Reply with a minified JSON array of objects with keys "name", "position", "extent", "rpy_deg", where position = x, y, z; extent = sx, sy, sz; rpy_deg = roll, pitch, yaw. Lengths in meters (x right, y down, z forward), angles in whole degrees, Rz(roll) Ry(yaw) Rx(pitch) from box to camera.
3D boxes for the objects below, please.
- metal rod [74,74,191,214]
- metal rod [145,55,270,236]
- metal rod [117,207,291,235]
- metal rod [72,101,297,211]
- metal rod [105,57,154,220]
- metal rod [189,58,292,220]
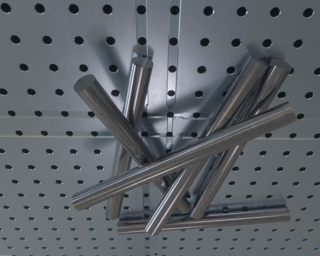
[{"name":"metal rod","position":[-0.018,0.044,0.422],"extent":[0.025,0.025,0.300],"rpy_deg":[-19,136,15]},{"name":"metal rod","position":[0.050,0.041,0.417],"extent":[0.025,0.025,0.298],"rpy_deg":[19,118,-16]},{"name":"metal rod","position":[0.074,0.166,0.552],"extent":[0.301,0.025,0.025],"rpy_deg":[-6,130,5]},{"name":"metal rod","position":[0.017,0.042,0.388],"extent":[0.300,0.025,0.025],"rpy_deg":[-25,126,15]},{"name":"metal rod","position":[-0.051,0.037,0.442],"extent":[0.025,0.025,0.298],"rpy_deg":[9,130,-8]},{"name":"metal rod","position":[0.100,0.038,0.444],"extent":[0.025,0.025,0.298],"rpy_deg":[11,129,-9]}]
